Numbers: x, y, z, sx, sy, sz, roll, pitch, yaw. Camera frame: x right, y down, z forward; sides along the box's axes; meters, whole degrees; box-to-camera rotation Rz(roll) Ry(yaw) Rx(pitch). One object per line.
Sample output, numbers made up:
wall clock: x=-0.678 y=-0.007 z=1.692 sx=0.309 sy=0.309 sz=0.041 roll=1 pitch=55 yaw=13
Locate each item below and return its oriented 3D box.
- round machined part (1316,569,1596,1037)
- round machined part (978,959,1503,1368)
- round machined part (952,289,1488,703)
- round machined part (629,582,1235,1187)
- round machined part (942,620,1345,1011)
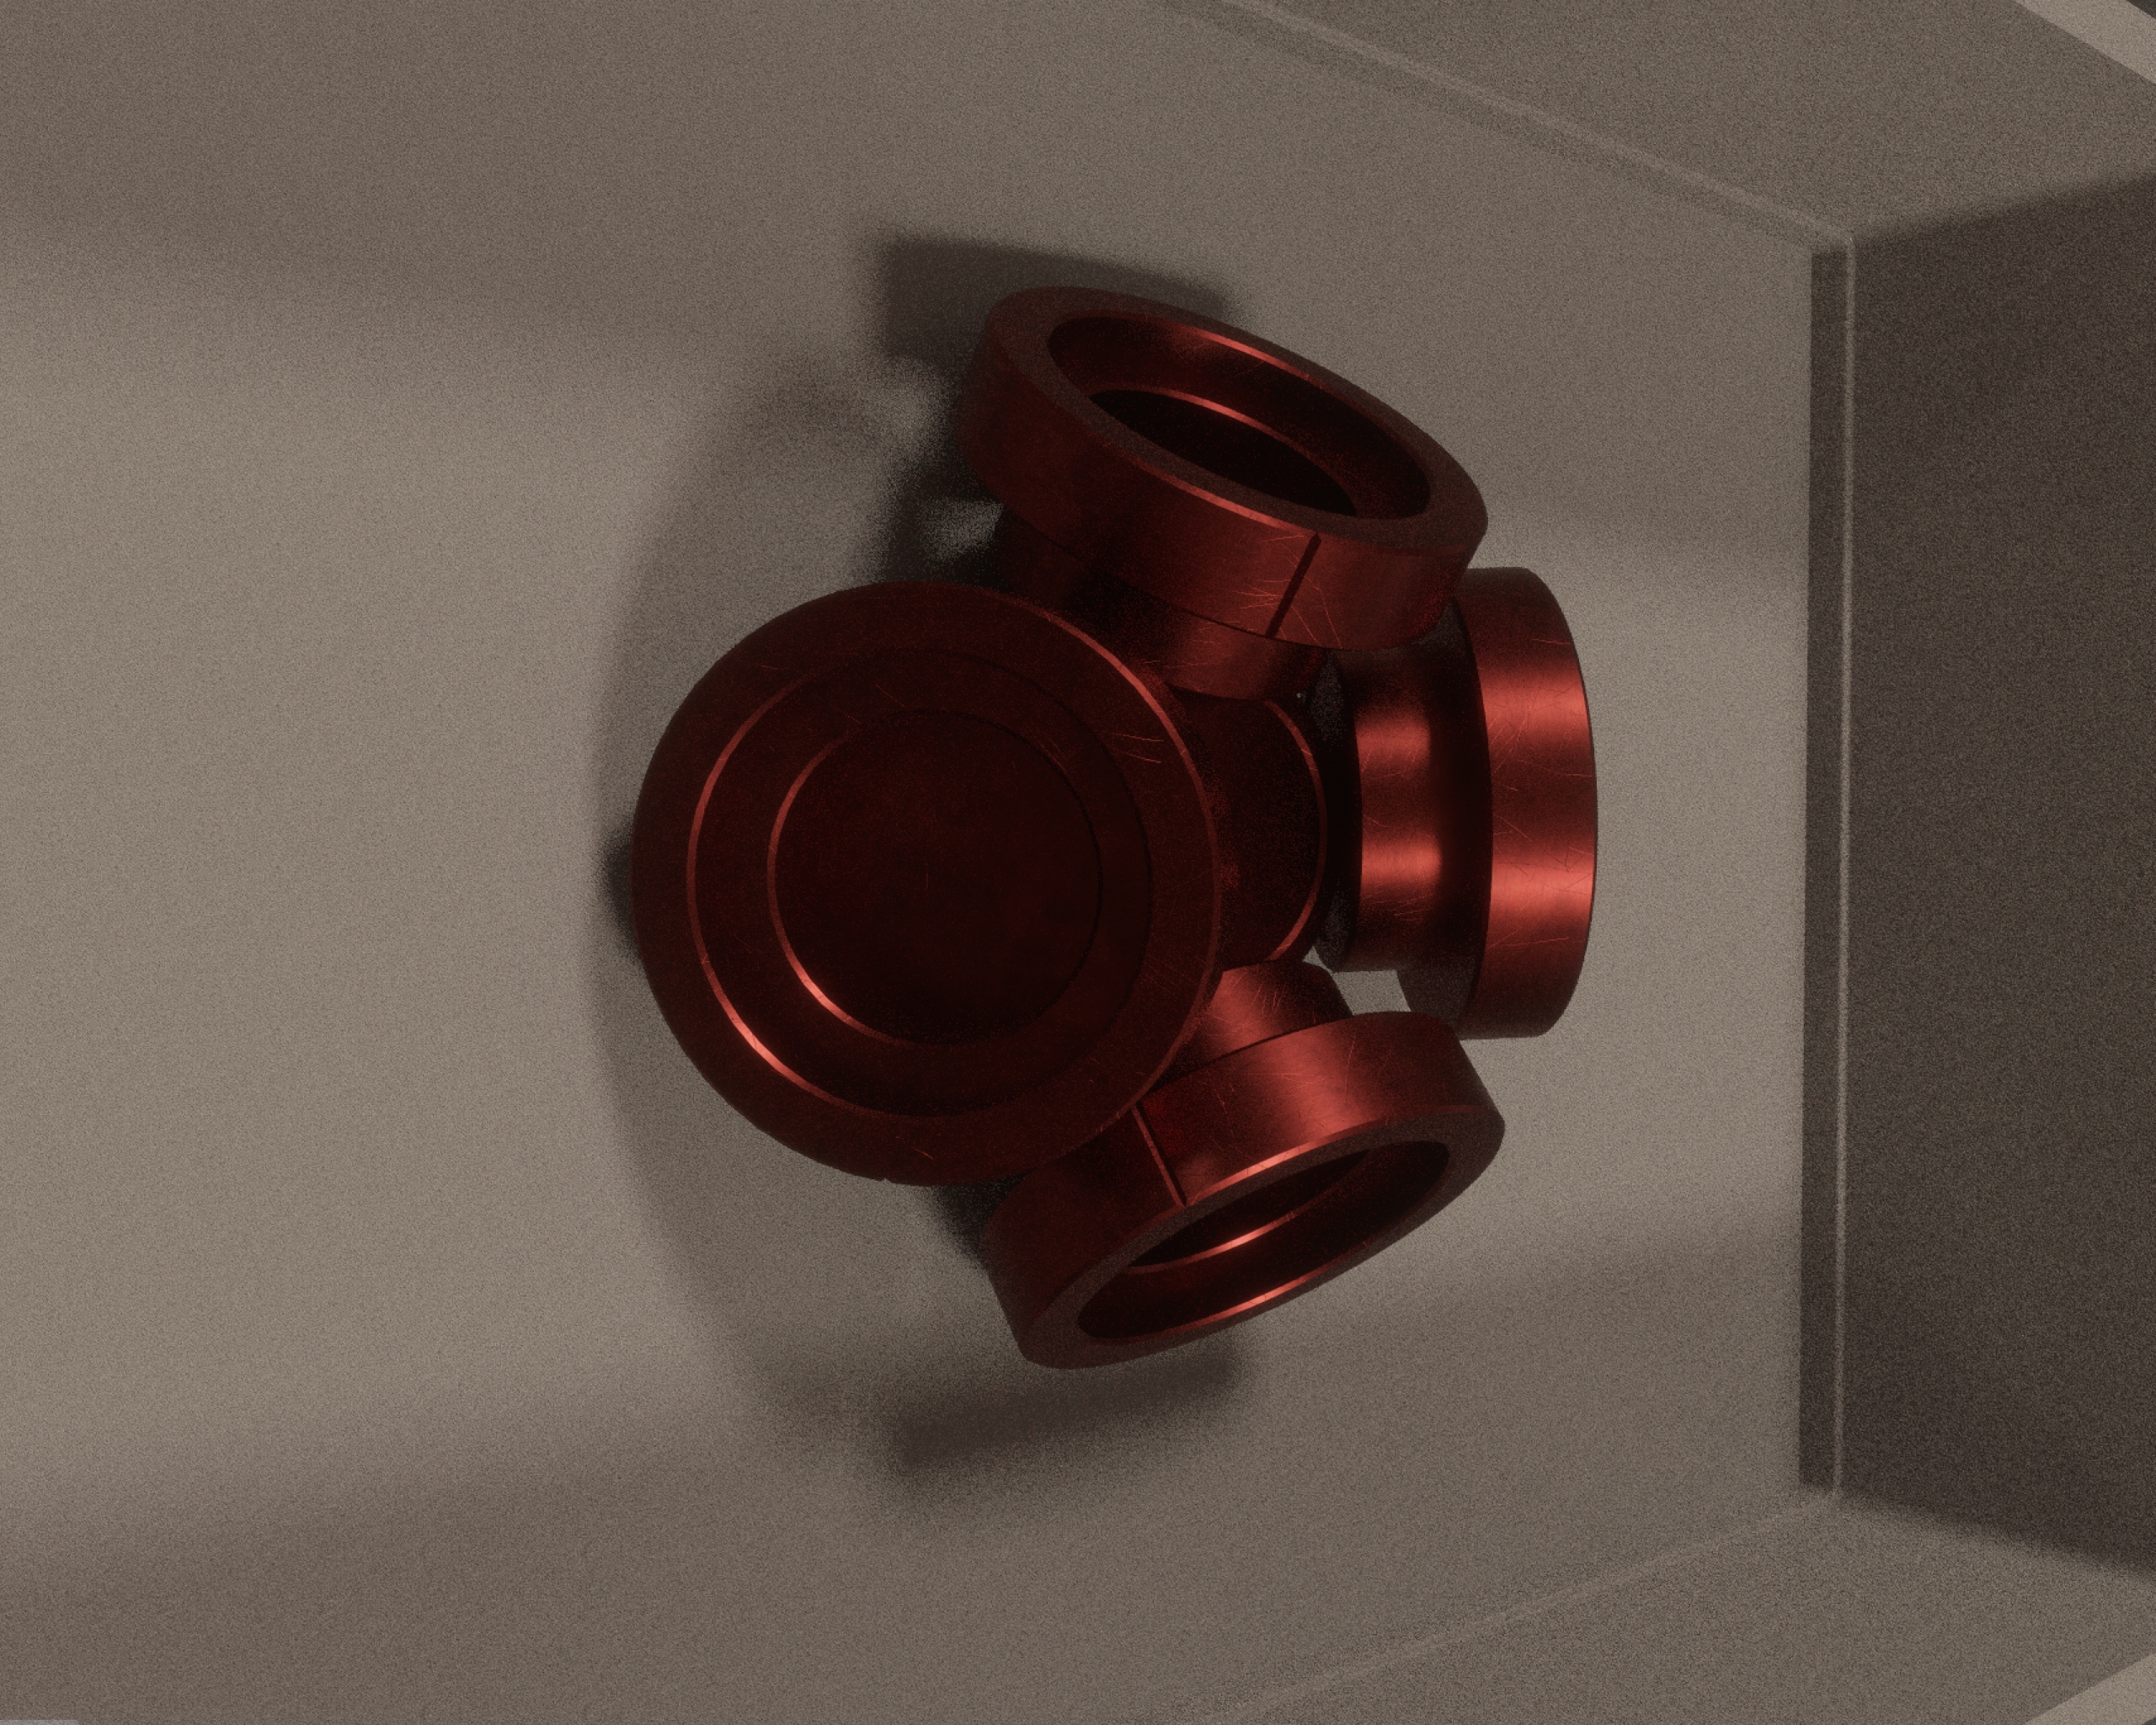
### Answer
round machined part: x=0.071 y=-0.012 z=0.432 sx=0.042 sy=0.098 sz=0.097 roll=-2 pitch=92 yaw=-4
round machined part: x=0.027 y=0.054 z=0.393 sx=0.099 sy=0.097 sz=0.042 roll=-2 pitch=55 yaw=-40
round machined part: x=0.023 y=-0.066 z=0.390 sx=0.099 sy=0.098 sz=0.042 roll=-5 pitch=131 yaw=-40
round machined part: x=-0.021 y=0.002 z=0.353 sx=0.042 sy=0.098 sz=0.097 roll=-24 pitch=109 yaw=-77
round machined part: x=0.014 y=-0.006 z=0.406 sx=0.099 sy=0.042 sz=0.097 roll=0 pitch=90 yaw=-40
